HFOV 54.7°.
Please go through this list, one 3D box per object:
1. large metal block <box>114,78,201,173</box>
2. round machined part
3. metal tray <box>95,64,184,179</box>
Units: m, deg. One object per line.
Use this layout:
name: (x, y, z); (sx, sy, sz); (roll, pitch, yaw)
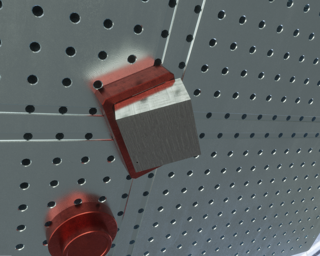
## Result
large metal block: (-0.002, -0.003, 0.364); (0.080, 0.050, 0.080); (-16, 127, -1)
round machined part: (-0.107, 0.157, 0.440); (0.099, 0.042, 0.097); (-14, 124, -21)
metal tray: (-0.017, -0.005, 0.396); (0.091, 0.030, 0.129); (-25, 128, -13)
